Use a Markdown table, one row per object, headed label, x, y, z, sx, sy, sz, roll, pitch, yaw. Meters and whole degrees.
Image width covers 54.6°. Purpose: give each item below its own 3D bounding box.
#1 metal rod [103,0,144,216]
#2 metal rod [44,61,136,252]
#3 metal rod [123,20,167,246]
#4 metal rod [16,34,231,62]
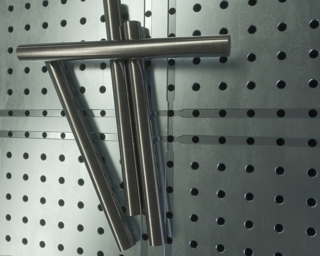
| label | x | y | z | sx | sy | sz | roll | pitch | yaw |
| --- | --- | --- | --- | --- | --- | --- | --- | --- | --- |
| metal rod | -0.051 | -0.031 | 0.430 | 0.025 | 0.025 | 0.299 | -8 | 87 | 20 |
| metal rod | -0.104 | 0.030 | 0.449 | 0.025 | 0.025 | 0.299 | -26 | 81 | 18 |
| metal rod | -0.021 | 0.005 | 0.420 | 0.025 | 0.025 | 0.299 | -8 | 87 | 20 |
| metal rod | -0.062 | -0.102 | 0.407 | 0.301 | 0.025 | 0.025 | 3 | 91 | 20 |
